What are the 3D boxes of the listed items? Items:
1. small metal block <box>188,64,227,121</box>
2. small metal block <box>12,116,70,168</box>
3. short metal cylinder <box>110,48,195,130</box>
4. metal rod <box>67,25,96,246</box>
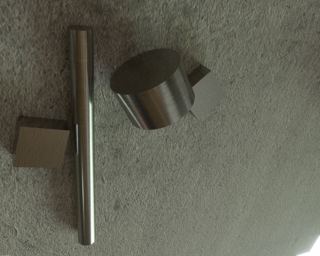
[{"bbox_3d":[0.052,-0.046,0.409,0.050,0.025,0.050,-42,130,0],"label":"small metal block"},{"bbox_3d":[-0.133,0.016,0.345,0.050,0.025,0.050,6,115,-32],"label":"small metal block"},{"bbox_3d":[-0.008,-0.044,0.341,0.080,0.080,0.050,-33,129,-7],"label":"short metal cylinder"},{"bbox_3d":[-0.092,0.031,0.376,0.025,0.025,0.298,-9,122,-24],"label":"metal rod"}]
